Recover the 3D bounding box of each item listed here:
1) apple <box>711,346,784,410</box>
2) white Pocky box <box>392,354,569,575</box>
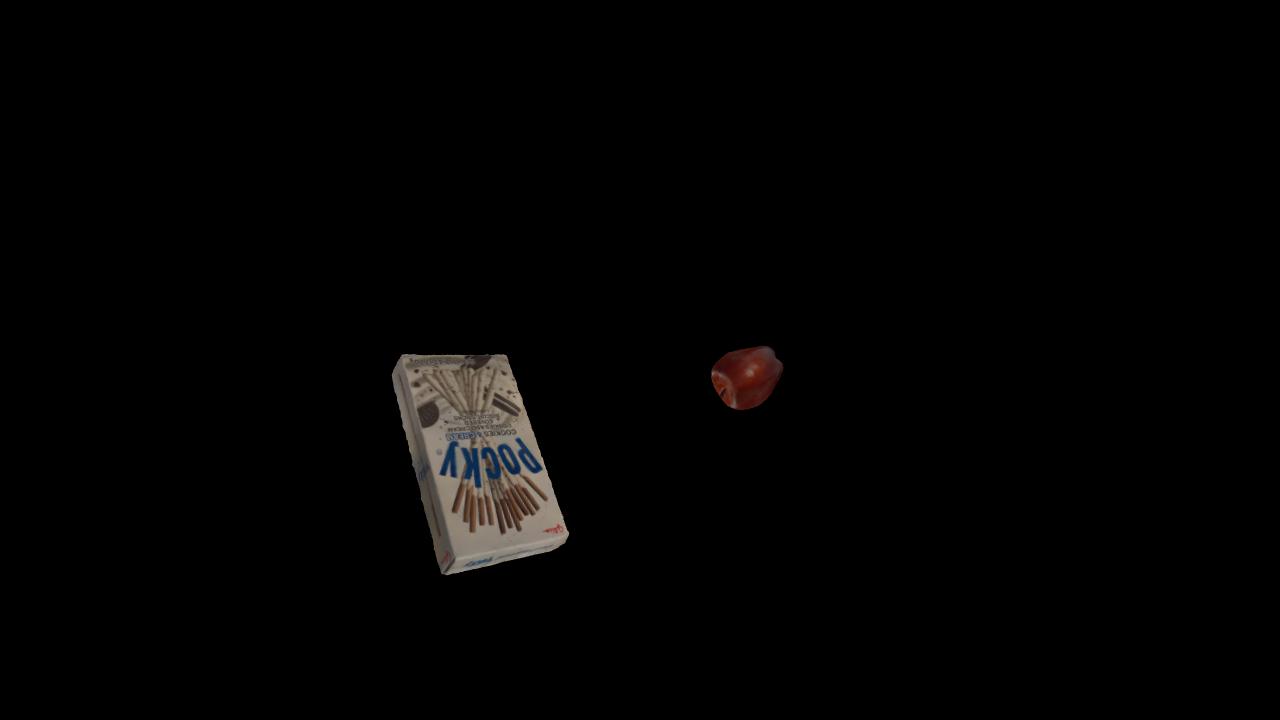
[{"bbox_3d":[0.140,0.023,0.805,0.093,0.079,0.079,-31,8,-14],"label":"apple"},{"bbox_3d":[-0.113,0.064,0.426,0.084,0.154,0.028,0,-37,-40],"label":"white Pocky box"}]
